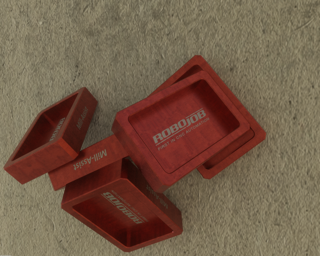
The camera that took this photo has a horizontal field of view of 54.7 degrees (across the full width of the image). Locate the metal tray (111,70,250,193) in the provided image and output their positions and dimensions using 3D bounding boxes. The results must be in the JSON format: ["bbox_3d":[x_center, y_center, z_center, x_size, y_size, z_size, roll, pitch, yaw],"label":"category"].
[{"bbox_3d":[0.025,-0.001,0.341,0.131,0.030,0.090,-30,77,-28],"label":"metal tray"}]

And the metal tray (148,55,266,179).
[{"bbox_3d":[0.056,-0.014,0.387,0.090,0.030,0.130,-40,78,15],"label":"metal tray"}]

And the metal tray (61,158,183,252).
[{"bbox_3d":[-0.041,0.100,0.377,0.090,0.130,0.030,-26,37,18],"label":"metal tray"}]

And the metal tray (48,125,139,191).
[{"bbox_3d":[-0.065,0.037,0.397,0.130,0.090,0.030,-26,82,18],"label":"metal tray"}]

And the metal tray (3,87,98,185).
[{"bbox_3d":[-0.137,0.005,0.407,0.090,0.130,0.030,-25,120,18],"label":"metal tray"}]
